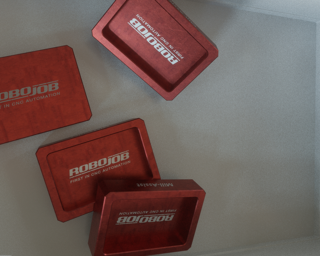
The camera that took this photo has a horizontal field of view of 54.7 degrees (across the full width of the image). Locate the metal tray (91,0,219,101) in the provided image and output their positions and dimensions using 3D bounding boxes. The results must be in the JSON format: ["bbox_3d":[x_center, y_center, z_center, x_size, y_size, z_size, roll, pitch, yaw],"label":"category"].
[{"bbox_3d":[-0.005,-0.107,0.380,0.130,0.030,0.090,40,113,-16],"label":"metal tray"}]

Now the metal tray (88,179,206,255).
[{"bbox_3d":[-0.014,0.110,0.380,0.131,0.030,0.089,5,107,-27],"label":"metal tray"}]

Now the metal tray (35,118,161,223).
[{"bbox_3d":[-0.073,0.047,0.380,0.131,0.030,0.089,-18,96,-19],"label":"metal tray"}]

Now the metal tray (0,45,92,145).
[{"bbox_3d":[-0.154,-0.035,0.351,0.131,0.030,0.089,-17,96,-19],"label":"metal tray"}]
